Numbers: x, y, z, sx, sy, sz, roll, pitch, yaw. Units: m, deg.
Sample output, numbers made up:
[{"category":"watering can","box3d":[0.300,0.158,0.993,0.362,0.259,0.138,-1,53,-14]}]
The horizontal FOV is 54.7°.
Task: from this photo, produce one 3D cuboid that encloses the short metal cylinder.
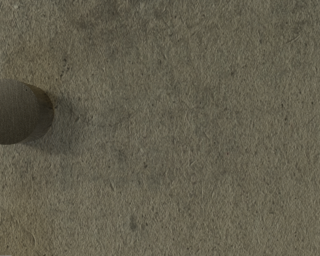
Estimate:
[{"category":"short metal cylinder","box3d":[-0.185,-0.020,0.396,0.081,0.050,0.080,0,90,0]}]
